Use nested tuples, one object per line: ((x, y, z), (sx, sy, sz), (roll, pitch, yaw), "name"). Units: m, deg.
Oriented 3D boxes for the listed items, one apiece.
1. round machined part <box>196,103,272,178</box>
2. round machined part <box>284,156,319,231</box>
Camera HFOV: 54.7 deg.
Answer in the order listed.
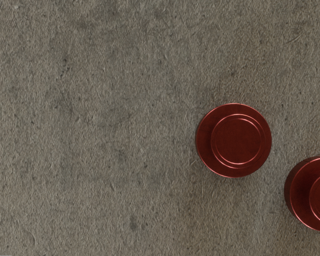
((0.097, 0.016, 0.402), (0.099, 0.042, 0.097), (0, 90, 0), "round machined part")
((0.219, 0.087, 0.403), (0.099, 0.042, 0.097), (0, 90, 0), "round machined part")
